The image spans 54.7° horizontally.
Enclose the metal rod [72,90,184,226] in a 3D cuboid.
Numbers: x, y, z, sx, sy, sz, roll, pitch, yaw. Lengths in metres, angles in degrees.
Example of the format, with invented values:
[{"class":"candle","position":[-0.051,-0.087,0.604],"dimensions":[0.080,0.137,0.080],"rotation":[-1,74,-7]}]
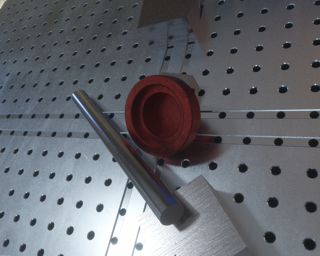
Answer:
[{"class":"metal rod","position":[-0.061,0.014,0.396],"dimensions":[0.025,0.025,0.300],"rotation":[-45,40,-3]}]

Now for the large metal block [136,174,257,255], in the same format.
[{"class":"large metal block","position":[0.035,0.107,0.308],"dimensions":[0.080,0.050,0.080],"rotation":[-35,51,5]}]

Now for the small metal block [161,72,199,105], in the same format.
[{"class":"small metal block","position":[0.018,-0.048,0.428],"dimensions":[0.050,0.025,0.050],"rotation":[12,68,33]}]

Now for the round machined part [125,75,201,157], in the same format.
[{"class":"round machined part","position":[0.007,-0.016,0.384],"dimensions":[0.098,0.042,0.097],"rotation":[5,100,34]}]

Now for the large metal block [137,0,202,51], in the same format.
[{"class":"large metal block","position":[0.017,-0.178,0.492],"dimensions":[0.080,0.050,0.080],"rotation":[-5,59,25]}]
